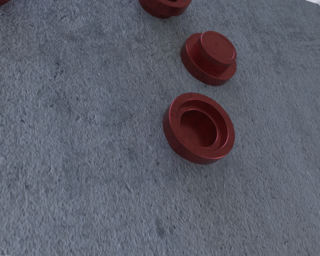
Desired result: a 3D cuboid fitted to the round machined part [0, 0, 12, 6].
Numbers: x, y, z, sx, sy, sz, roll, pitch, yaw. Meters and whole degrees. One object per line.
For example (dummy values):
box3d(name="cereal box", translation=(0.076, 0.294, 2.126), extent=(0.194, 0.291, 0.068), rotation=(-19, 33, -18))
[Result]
box3d(name="round machined part", translation=(-0.224, -0.193, 0.390), extent=(0.099, 0.042, 0.098), rotation=(14, 56, -21))

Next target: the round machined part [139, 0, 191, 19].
box3d(name="round machined part", translation=(0.002, -0.228, 0.533), extent=(0.099, 0.042, 0.098), rotation=(14, 56, -21))

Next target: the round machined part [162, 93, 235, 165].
box3d(name="round machined part", translation=(0.047, 0.004, 0.416), extent=(0.099, 0.042, 0.098), rotation=(14, 56, -21))

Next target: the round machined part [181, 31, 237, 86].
box3d(name="round machined part", translation=(0.087, -0.122, 0.514), extent=(0.099, 0.042, 0.098), rotation=(14, 56, -21))
